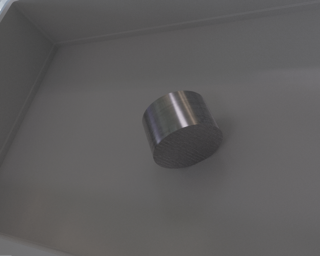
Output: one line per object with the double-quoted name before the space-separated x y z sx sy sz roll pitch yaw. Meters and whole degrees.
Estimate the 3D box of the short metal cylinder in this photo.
"short metal cylinder" 0.025 0.003 0.356 0.080 0.080 0.050 -28 52 11
